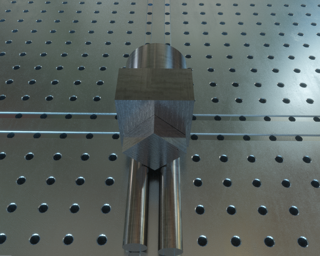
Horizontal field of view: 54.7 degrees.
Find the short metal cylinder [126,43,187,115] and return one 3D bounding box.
[{"bbox_3d":[-0.005,-0.060,0.394,0.081,0.080,0.050,1,50,0],"label":"short metal cylinder"}]

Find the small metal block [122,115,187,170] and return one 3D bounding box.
[{"bbox_3d":[-0.006,0.018,0.346,0.050,0.050,0.025,33,41,-33],"label":"small metal block"}]

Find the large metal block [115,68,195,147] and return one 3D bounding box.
[{"bbox_3d":[-0.005,-0.022,0.358,0.081,0.080,0.050,0,50,0],"label":"large metal block"}]

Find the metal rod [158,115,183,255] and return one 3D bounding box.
[{"bbox_3d":[0.012,0.008,0.403,0.025,0.025,0.300,1,50,0],"label":"metal rod"}]

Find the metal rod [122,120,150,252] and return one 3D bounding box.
[{"bbox_3d":[-0.023,0.005,0.405,0.025,0.025,0.300,1,50,0],"label":"metal rod"}]
